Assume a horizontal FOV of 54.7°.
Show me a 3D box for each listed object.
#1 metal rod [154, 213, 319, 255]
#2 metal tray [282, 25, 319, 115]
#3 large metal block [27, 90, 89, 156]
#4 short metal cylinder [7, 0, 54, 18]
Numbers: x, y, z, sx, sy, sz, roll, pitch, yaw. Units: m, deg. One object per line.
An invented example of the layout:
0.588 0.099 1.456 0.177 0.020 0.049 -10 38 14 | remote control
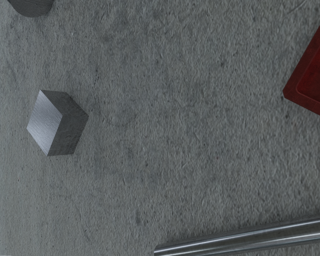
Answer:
0.109 0.110 0.313 0.299 0.025 0.025 -27 74 36 | metal rod
0.182 -0.037 0.251 0.130 0.030 0.089 37 112 33 | metal tray
-0.177 -0.009 0.531 0.080 0.050 0.079 42 115 31 | large metal block
-0.242 -0.251 0.565 0.050 0.081 0.080 45 117 30 | short metal cylinder
